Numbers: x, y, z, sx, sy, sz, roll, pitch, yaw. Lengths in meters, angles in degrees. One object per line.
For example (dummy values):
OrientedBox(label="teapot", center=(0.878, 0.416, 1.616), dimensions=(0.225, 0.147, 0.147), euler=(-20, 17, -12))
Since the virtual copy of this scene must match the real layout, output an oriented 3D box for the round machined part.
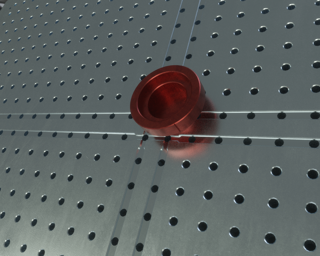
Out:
OrientedBox(label="round machined part", center=(0.013, -0.032, 0.411), dimensions=(0.098, 0.042, 0.098), euler=(-13, 56, 21))
